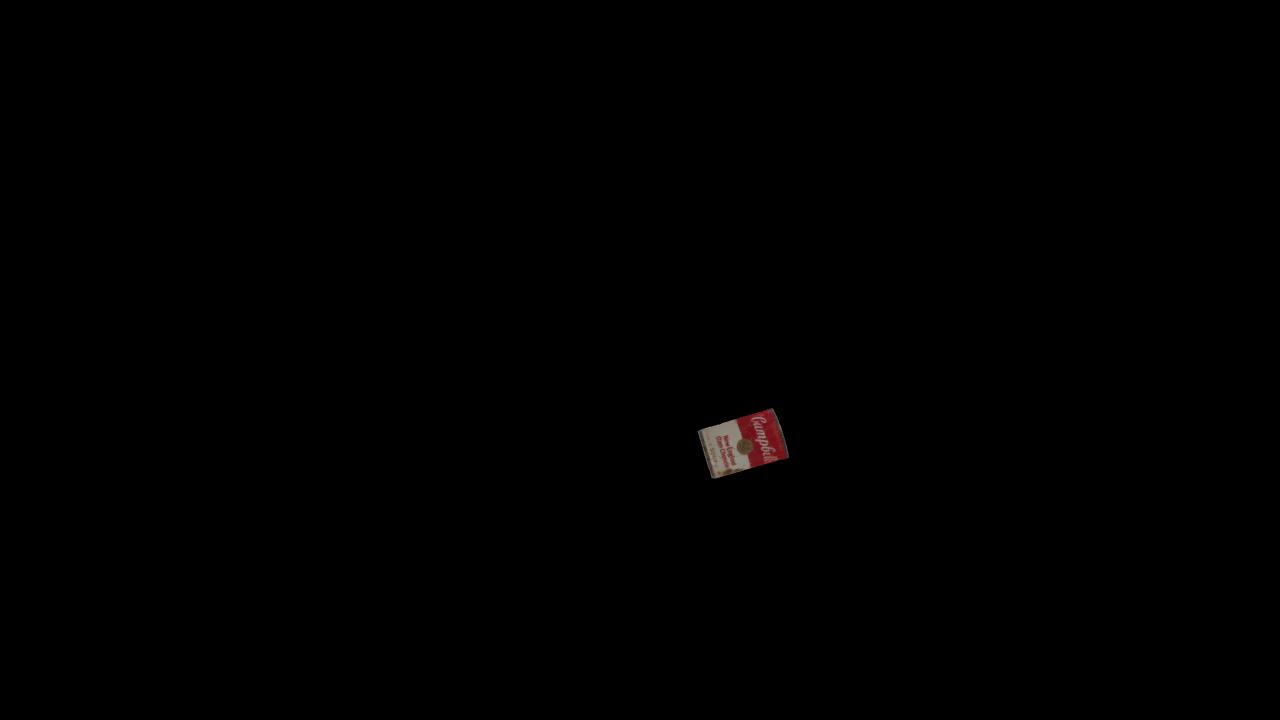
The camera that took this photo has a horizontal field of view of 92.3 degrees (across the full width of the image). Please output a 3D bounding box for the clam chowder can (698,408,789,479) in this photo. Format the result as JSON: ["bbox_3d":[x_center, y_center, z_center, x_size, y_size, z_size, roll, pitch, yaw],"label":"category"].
[{"bbox_3d":[0.133,0.109,0.799,0.102,0.068,0.068,-17,-1,5],"label":"clam chowder can"}]
